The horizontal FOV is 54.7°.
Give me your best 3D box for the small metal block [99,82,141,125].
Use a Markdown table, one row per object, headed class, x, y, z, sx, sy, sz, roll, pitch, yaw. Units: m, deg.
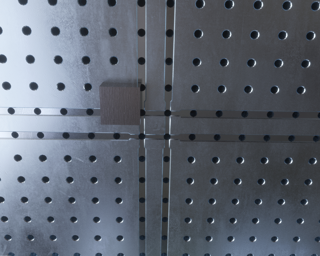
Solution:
| class | x | y | z | sx | sy | sz | roll | pitch | yaw |
| --- | --- | --- | --- | --- | --- | --- | --- | --- | --- |
| small metal block | -0.050 | -0.032 | 0.401 | 0.050 | 0.025 | 0.050 | 1 | 110 | -1 |
